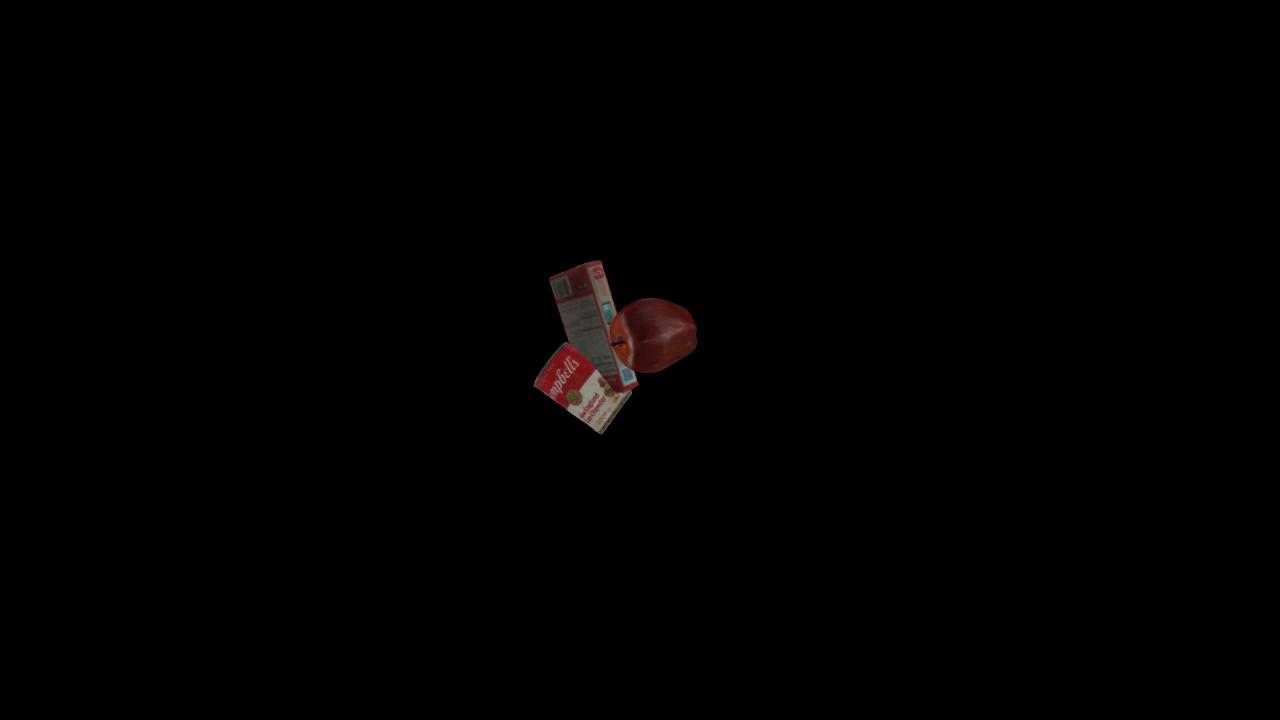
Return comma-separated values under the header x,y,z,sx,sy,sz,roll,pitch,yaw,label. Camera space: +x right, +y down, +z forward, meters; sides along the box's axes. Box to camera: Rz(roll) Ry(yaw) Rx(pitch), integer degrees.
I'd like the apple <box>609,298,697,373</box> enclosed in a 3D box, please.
x,y,z,sx,sy,sz,roll,pitch,yaw,label
0.012,-0.027,0.647,0.093,0.079,0.079,-12,5,-21,apple

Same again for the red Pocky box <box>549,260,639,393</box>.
x,y,z,sx,sy,sz,roll,pitch,yaw,label
-0.056,-0.035,0.736,0.028,0.155,0.083,-22,9,-40,red Pocky box

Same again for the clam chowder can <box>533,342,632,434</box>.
x,y,z,sx,sy,sz,roll,pitch,yaw,label
-0.068,0.035,0.746,0.102,0.068,0.068,36,0,1,clam chowder can
